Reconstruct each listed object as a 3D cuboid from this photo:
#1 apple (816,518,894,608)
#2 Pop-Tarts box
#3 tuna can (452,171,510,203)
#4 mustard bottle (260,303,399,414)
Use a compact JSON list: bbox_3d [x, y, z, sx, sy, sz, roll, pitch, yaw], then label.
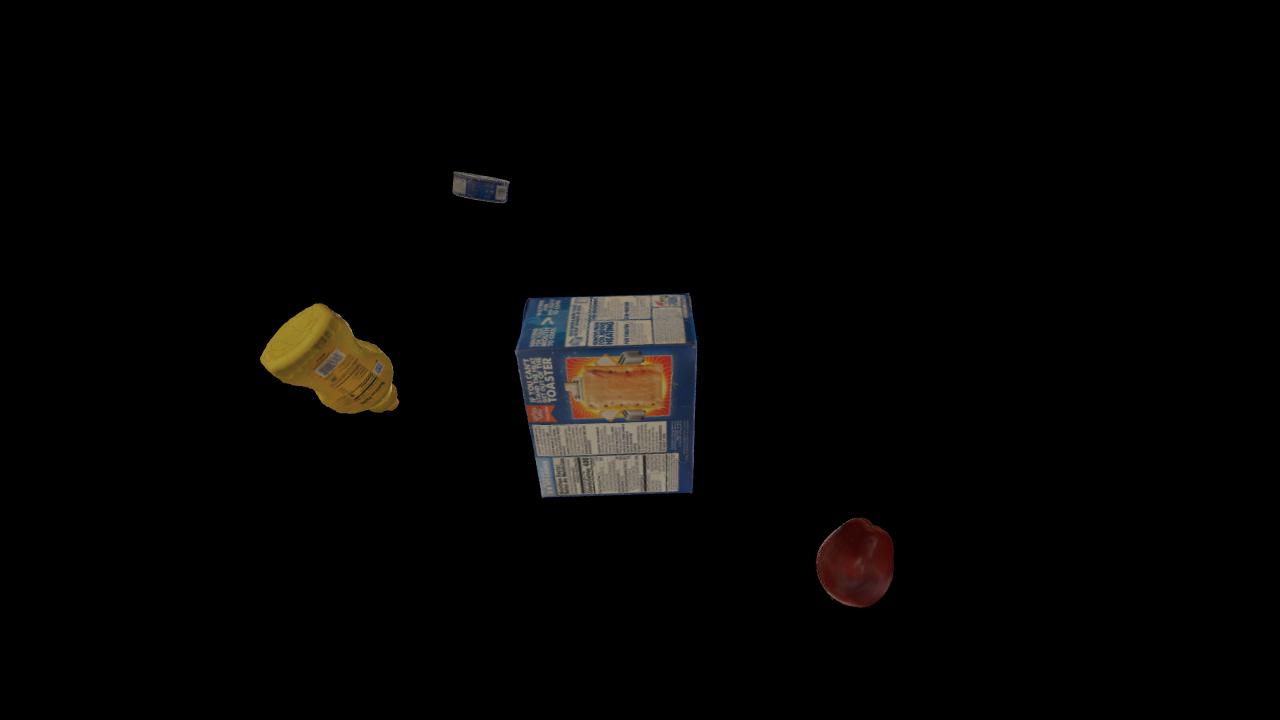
[{"bbox_3d":[0.231,0.218,0.661,0.079,0.093,0.079,26,5,-2],"label":"apple"},{"bbox_3d":[-0.024,0.034,0.542,0.141,0.167,0.083,-2,36,0],"label":"Pop-Tarts box"},{"bbox_3d":[-0.244,-0.265,0.943,0.084,0.034,0.084,10,17,-3],"label":"tuna can"},{"bbox_3d":[-0.343,0.017,0.725,0.054,0.092,0.184,27,-18,26],"label":"mustard bottle"}]
